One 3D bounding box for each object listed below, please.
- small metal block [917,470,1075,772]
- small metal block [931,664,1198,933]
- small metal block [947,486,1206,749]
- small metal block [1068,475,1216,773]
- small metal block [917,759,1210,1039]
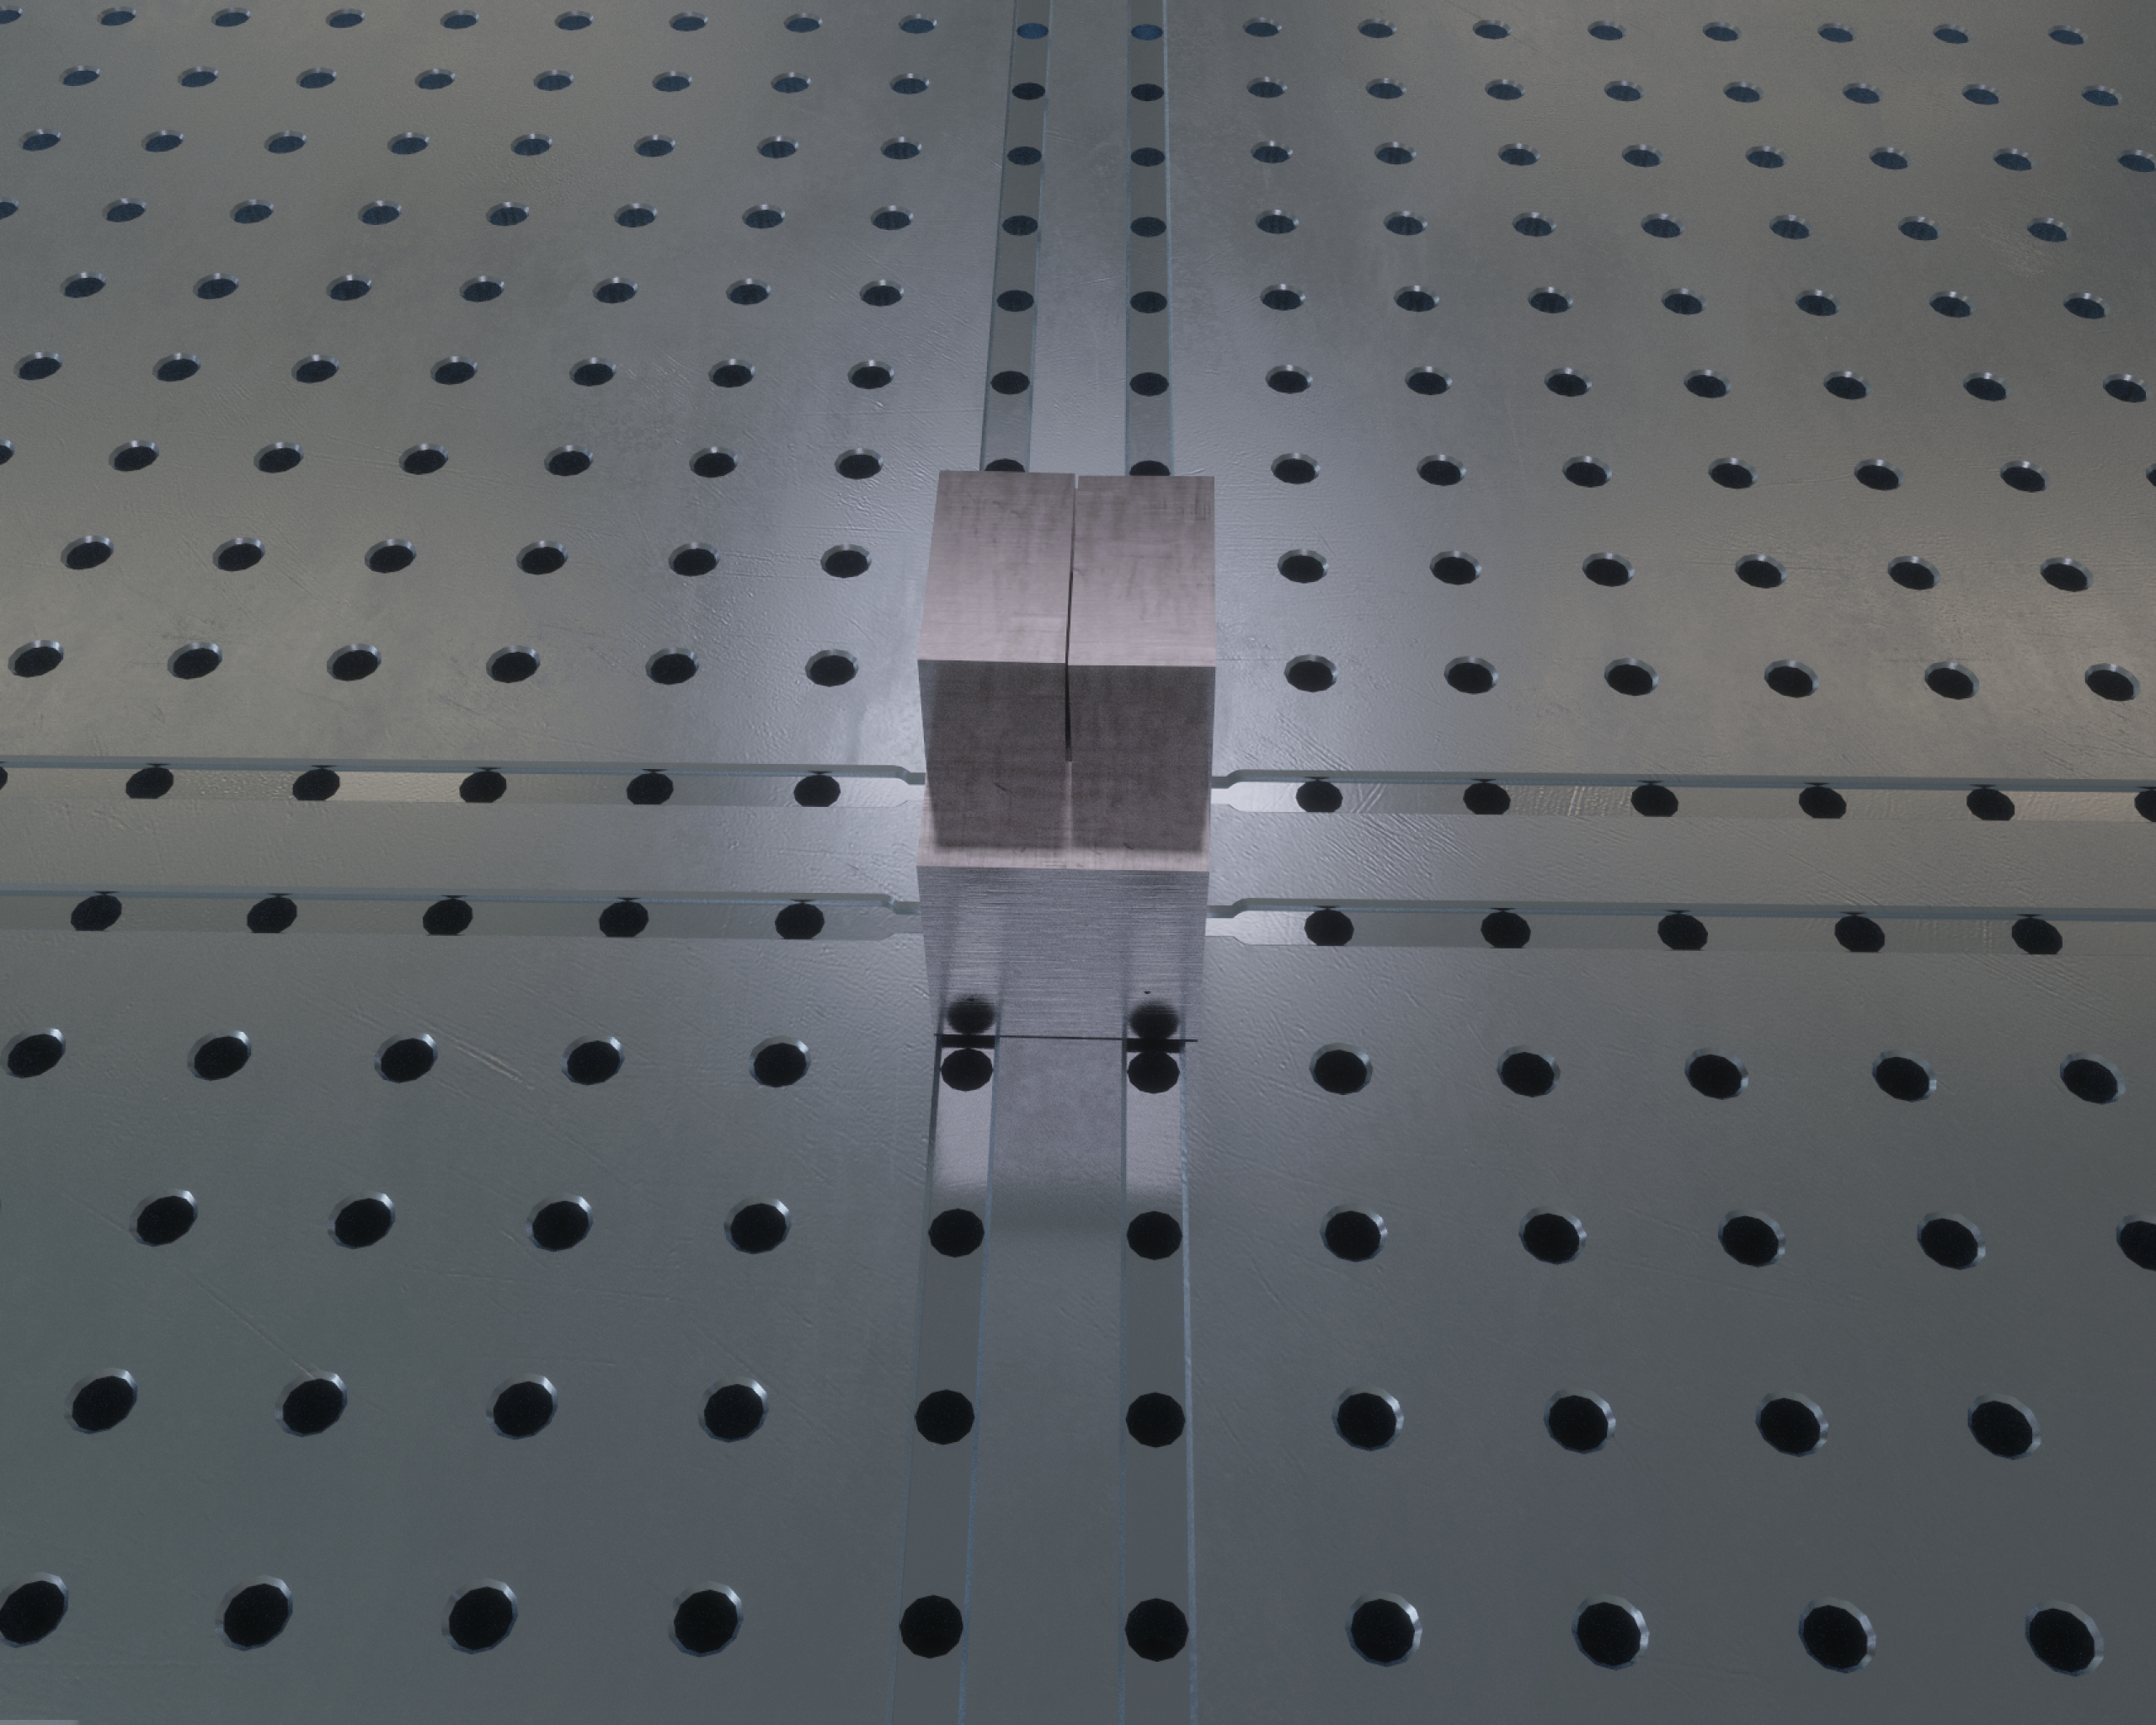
[{"bbox_3d":[-0.014,-0.037,0.390,0.025,0.050,0.050,2,50,1],"label":"small metal block"},{"bbox_3d":[-0.001,-0.013,0.418,0.050,0.025,0.050,1,50,2],"label":"small metal block"},{"bbox_3d":[0.000,-0.050,0.433,0.050,0.050,0.025,1,50,1],"label":"small metal block"},{"bbox_3d":[0.012,-0.037,0.390,0.025,0.050,0.050,1,50,2],"label":"small metal block"},{"bbox_3d":[-0.002,0.008,0.385,0.050,0.050,0.025,1,50,1],"label":"small metal block"}]
